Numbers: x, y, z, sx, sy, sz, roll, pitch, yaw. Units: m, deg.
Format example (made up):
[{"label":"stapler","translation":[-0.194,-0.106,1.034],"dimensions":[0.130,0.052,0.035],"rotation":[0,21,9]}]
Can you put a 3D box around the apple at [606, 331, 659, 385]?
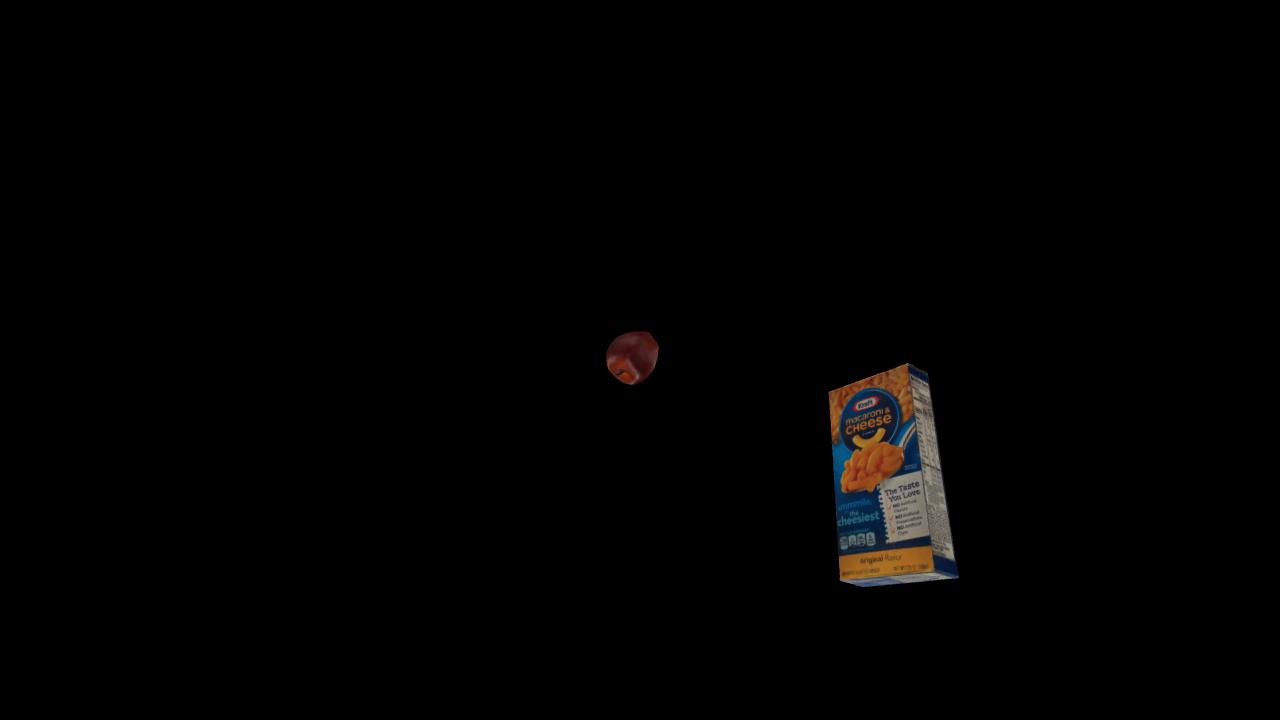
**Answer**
[{"label":"apple","translation":[-0.011,-0.005,0.965],"dimensions":[0.079,0.079,0.093],"rotation":[0,39,38]}]

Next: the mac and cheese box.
[{"label":"mac and cheese box","translation":[0.222,0.103,0.555],"dimensions":[0.041,0.184,0.093],"rotation":[22,-32,-28]}]
